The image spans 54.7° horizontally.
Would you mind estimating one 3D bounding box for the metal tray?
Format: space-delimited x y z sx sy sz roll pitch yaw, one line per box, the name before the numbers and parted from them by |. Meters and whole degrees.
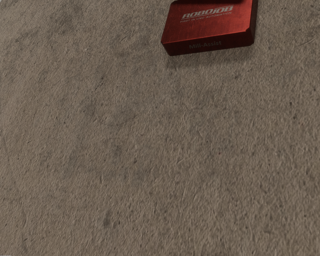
metal tray | 0.073 -0.157 0.458 0.130 0.030 0.090 -1 61 27
